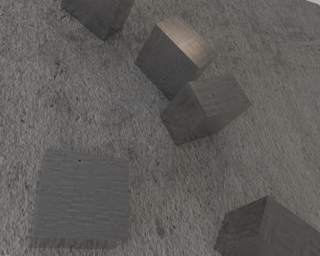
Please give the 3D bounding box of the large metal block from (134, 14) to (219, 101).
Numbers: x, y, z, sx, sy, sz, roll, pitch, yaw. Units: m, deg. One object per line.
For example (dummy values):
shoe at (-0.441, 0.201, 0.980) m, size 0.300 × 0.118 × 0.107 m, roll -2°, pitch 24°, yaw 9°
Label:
large metal block at (0.021, -0.098, 0.439) m, size 0.080 × 0.080 × 0.050 m, roll 47°, pitch 51°, yaw 4°

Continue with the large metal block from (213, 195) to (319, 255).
large metal block at (0.123, 0.131, 0.354) m, size 0.080 × 0.080 × 0.050 m, roll 36°, pitch 51°, yaw -5°

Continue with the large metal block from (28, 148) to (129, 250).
large metal block at (-0.077, 0.072, 0.302) m, size 0.081 × 0.050 × 0.080 m, roll 11°, pitch 57°, yaw -22°

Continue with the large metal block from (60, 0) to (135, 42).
large metal block at (-0.085, -0.185, 0.435) m, size 0.080 × 0.080 × 0.050 m, roll 39°, pitch 51°, yaw -2°

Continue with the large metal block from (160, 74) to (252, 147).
large metal block at (0.059, -0.024, 0.415) m, size 0.081 × 0.080 × 0.050 m, roll -15°, pitch 70°, yaw -34°
